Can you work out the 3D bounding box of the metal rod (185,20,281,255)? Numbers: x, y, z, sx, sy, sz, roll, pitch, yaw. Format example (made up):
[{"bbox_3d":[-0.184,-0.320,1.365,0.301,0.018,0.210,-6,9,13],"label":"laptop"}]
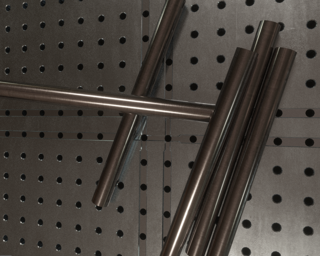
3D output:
[{"bbox_3d":[0.087,0.019,0.381,0.025,0.025,0.298,19,96,18],"label":"metal rod"}]

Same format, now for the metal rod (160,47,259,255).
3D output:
[{"bbox_3d":[0.051,0.052,0.376,0.025,0.025,0.298,23,104,18],"label":"metal rod"}]

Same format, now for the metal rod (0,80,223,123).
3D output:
[{"bbox_3d":[-0.071,-0.035,0.400,0.302,0.025,0.025,7,93,5],"label":"metal rod"}]

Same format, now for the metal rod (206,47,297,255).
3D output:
[{"bbox_3d":[0.104,0.052,0.375,0.025,0.025,0.298,19,96,18],"label":"metal rod"}]

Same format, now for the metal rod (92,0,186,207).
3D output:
[{"bbox_3d":[-0.032,-0.032,0.422,0.025,0.025,0.298,24,98,18],"label":"metal rod"}]
